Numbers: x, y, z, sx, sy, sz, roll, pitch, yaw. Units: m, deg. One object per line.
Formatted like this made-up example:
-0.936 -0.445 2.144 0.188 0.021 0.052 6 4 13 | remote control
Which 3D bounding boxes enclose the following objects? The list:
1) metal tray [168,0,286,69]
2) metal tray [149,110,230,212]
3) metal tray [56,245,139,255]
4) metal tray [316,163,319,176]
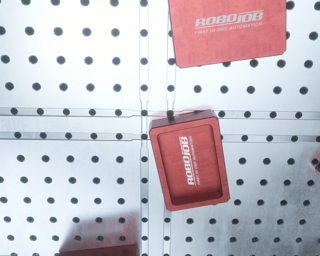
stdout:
0.078 -0.125 0.365 0.131 0.030 0.089 -7 110 2 | metal tray
0.042 0.047 0.428 0.090 0.030 0.129 -11 110 4 | metal tray
-0.099 0.223 0.459 0.131 0.090 0.030 -7 110 2 | metal tray
0.291 0.030 0.423 0.090 0.030 0.129 23 108 -9 | metal tray
